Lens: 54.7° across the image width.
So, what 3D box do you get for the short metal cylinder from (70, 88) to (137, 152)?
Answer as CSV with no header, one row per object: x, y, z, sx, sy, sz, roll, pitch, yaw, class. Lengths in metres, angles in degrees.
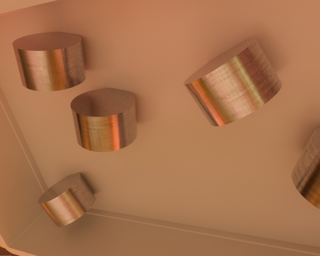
-0.071,-0.012,0.403,0.080,0.080,0.050,13,124,21,short metal cylinder

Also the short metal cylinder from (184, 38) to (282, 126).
0.071,-0.045,0.308,0.080,0.080,0.050,-26,104,37,short metal cylinder

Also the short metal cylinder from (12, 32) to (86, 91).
-0.138,-0.086,0.393,0.080,0.080,0.050,14,124,20,short metal cylinder

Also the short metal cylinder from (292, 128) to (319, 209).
0.180,0.042,0.304,0.080,0.080,0.050,21,126,15,short metal cylinder

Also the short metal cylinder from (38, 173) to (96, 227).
-0.159,0.122,0.533,0.080,0.080,0.050,-18,109,35,short metal cylinder
